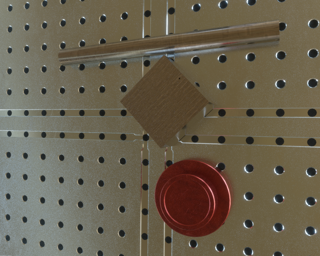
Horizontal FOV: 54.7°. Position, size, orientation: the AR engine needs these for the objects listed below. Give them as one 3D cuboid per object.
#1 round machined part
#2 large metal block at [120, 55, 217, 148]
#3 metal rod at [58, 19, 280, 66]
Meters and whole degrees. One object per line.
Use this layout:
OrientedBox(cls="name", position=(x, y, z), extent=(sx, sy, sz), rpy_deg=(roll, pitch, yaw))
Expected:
OrientedBox(cls="round machined part", position=(0.039, 0.089, 0.390), extent=(0.098, 0.042, 0.097), rpy_deg=(0, 90, 20))
OrientedBox(cls="large metal block", position=(0.012, -0.032, 0.395), extent=(0.080, 0.050, 0.080), rpy_deg=(-45, 76, 14))
OrientedBox(cls="metal rod", position=(-0.002, -0.110, 0.413), extent=(0.301, 0.025, 0.025), rpy_deg=(-2, 89, 19))
